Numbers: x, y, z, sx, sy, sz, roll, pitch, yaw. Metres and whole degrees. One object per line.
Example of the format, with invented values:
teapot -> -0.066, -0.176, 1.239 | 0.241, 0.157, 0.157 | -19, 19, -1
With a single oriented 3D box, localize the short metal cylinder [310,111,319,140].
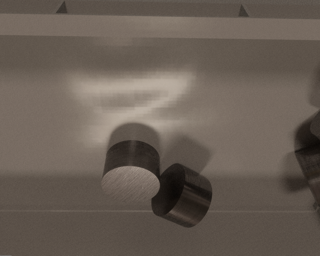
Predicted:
short metal cylinder -> 0.230, -0.003, 0.366 | 0.050, 0.080, 0.080 | 44, 120, -6

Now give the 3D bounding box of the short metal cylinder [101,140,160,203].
short metal cylinder -> -0.040, 0.064, 0.446 | 0.081, 0.050, 0.079 | 0, 130, 0

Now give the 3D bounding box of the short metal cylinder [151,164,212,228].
short metal cylinder -> 0.031, 0.100, 0.459 | 0.050, 0.080, 0.080 | 30, 124, -23

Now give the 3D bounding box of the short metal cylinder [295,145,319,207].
short metal cylinder -> 0.229, 0.063, 0.431 | 0.050, 0.080, 0.080 | -24, 127, 18
